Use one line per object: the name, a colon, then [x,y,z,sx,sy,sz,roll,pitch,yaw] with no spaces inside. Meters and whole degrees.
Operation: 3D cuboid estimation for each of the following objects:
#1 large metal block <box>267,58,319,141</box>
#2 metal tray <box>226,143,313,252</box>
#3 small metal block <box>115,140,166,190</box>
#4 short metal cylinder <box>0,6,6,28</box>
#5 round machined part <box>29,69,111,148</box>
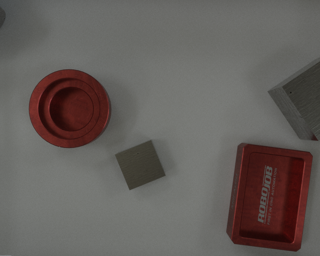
large metal block: [0.204,-0.040,0.402,0.080,0.050,0.080,-34,90,0]
metal tray: [0.144,0.089,0.410,0.091,0.030,0.129,8,90,-1]
small metal block: [-0.025,0.048,0.411,0.050,0.025,0.050,-22,90,-1]
short metal cylinder: [-0.242,-0.141,0.379,0.080,0.080,0.050,-40,96,0]
round machined part: [-0.112,-0.024,0.401,0.099,0.042,0.097,0,90,-1]
